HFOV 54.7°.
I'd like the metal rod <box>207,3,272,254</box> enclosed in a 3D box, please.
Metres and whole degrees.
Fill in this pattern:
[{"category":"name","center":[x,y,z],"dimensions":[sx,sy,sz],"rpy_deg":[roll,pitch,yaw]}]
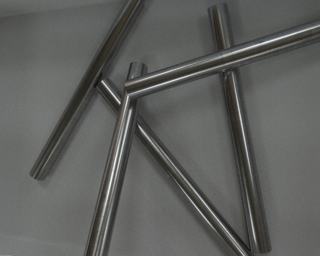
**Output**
[{"category":"metal rod","center":[0.096,-0.002,0.376],"dimensions":[0.025,0.025,0.298],"rpy_deg":[-11,86,20]}]

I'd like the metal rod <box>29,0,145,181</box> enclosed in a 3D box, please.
[{"category":"metal rod","center":[-0.110,-0.051,0.449],"dimensions":[0.025,0.025,0.299],"rpy_deg":[36,101,16]}]

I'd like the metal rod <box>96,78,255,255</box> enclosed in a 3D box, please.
[{"category":"metal rod","center":[0.013,0.051,0.405],"dimensions":[0.025,0.025,0.300],"rpy_deg":[-43,77,15]}]

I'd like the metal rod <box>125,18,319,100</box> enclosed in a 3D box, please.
[{"category":"metal rod","center":[0.105,-0.087,0.350],"dimensions":[0.301,0.025,0.025],"rpy_deg":[-16,85,10]}]

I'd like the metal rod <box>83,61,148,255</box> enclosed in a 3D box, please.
[{"category":"metal rod","center":[-0.053,0.052,0.364],"dimensions":[0.025,0.025,0.299],"rpy_deg":[1,65,20]}]
